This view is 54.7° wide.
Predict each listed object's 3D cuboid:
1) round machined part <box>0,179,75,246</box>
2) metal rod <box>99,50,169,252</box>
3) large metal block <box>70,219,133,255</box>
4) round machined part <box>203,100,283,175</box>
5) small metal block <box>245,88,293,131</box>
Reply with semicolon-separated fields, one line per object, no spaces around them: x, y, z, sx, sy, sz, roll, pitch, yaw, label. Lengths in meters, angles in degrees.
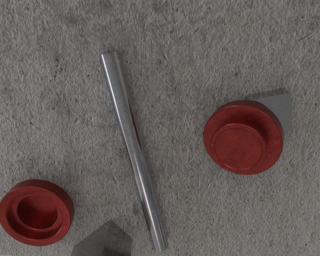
-0.171;0.115;0.442;0.099;0.042;0.097;0;110;0;round machined part
-0.030;0.045;0.425;0.025;0.025;0.298;-12;110;4;metal rod
-0.090;0.195;0.452;0.080;0.080;0.050;-38;106;13;large metal block
0.102;0.018;0.389;0.098;0.042;0.097;10;118;21;round machined part
0.142;-0.021;0.403;0.050;0.025;0.050;-11;110;3;small metal block
